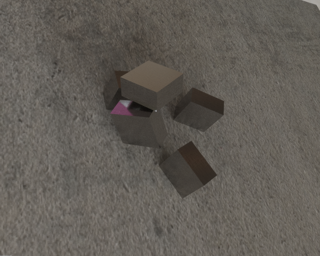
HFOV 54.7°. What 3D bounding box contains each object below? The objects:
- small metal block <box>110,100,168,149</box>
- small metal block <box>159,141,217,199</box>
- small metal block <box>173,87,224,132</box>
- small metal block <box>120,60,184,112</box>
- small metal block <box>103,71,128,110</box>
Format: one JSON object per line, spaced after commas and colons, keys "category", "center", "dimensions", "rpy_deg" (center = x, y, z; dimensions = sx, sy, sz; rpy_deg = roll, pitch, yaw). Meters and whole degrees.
{"category": "small metal block", "center": [-0.024, -0.005, 0.366], "dimensions": [0.050, 0.050, 0.025], "rpy_deg": [7, 47, 25]}
{"category": "small metal block", "center": [0.033, 0.051, 0.376], "dimensions": [0.025, 0.050, 0.050], "rpy_deg": [-29, 78, -38]}
{"category": "small metal block", "center": [0.054, -0.024, 0.433], "dimensions": [0.050, 0.050, 0.025], "rpy_deg": [21, 54, -16]}
{"category": "small metal block", "center": [-0.009, -0.049, 0.353], "dimensions": [0.050, 0.025, 0.050], "rpy_deg": [26, 45, 26]}
{"category": "small metal block", "center": [-0.040, -0.047, 0.396], "dimensions": [0.050, 0.050, 0.025], "rpy_deg": [-3, 63, -30]}
